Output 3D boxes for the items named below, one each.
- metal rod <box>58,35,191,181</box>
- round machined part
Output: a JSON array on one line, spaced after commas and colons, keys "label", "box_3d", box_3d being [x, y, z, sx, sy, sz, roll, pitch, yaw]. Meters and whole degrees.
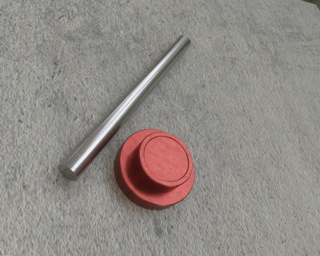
[{"label": "metal rod", "box_3d": [-0.028, -0.048, 0.418, 0.025, 0.025, 0.301, 38, 51, -3]}, {"label": "round machined part", "box_3d": [-0.001, 0.044, 0.367, 0.099, 0.042, 0.098, 14, 56, -21]}]
